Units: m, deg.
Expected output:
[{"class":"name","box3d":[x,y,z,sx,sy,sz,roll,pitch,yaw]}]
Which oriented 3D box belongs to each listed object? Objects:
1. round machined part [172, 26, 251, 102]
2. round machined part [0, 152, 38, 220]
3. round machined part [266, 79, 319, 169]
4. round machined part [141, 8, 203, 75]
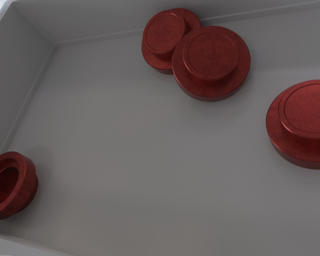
[{"class":"round machined part","box3d":[0.064,-0.085,0.390,0.099,0.042,0.098,-1,78,7]},{"class":"round machined part","box3d":[-0.222,0.088,0.458,0.098,0.042,0.098,-13,56,21]},{"class":"round machined part","box3d":[0.160,-0.011,0.317,0.098,0.042,0.098,-13,56,21]},{"class":"round machined part","box3d":[0.014,-0.131,0.453,0.098,0.042,0.098,-7,74,27]}]
